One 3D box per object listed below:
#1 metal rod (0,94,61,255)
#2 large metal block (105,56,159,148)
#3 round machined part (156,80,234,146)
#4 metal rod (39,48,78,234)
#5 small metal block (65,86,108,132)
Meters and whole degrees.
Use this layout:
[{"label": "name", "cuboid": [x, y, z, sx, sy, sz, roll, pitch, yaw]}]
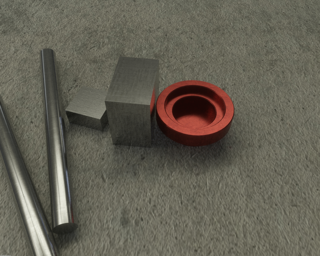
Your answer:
[{"label": "metal rod", "cuboid": [-0.159, 0.059, 0.351, 0.025, 0.025, 0.300, -24, 54, -19]}, {"label": "large metal block", "cuboid": [-0.031, -0.032, 0.394, 0.050, 0.080, 0.080, 5, 50, 4]}, {"label": "round machined part", "cuboid": [0.044, -0.015, 0.405, 0.099, 0.042, 0.098, 0, 50, 0]}, {"label": "metal rod", "cuboid": [-0.139, -0.008, 0.407, 0.025, 0.025, 0.300, -13, 51, -11]}, {"label": "small metal block", "cuboid": [-0.093, -0.027, 0.425, 0.050, 0.025, 0.050, 15, 51, 11]}]
